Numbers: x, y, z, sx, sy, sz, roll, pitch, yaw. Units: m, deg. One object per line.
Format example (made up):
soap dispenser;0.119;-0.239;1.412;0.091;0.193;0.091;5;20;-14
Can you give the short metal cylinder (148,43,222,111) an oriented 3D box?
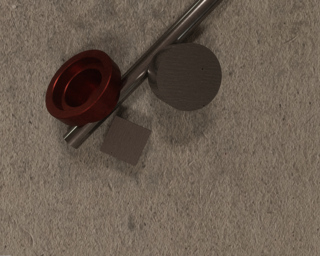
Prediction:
short metal cylinder;0.029;-0.065;0.386;0.081;0.050;0.079;-4;104;-14

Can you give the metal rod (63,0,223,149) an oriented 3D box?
metal rod;-0.013;-0.088;0.409;0.025;0.025;0.300;44;89;-1

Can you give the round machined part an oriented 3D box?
round machined part;-0.089;-0.045;0.384;0.098;0.042;0.098;-13;58;23

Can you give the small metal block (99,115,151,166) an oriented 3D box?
small metal block;-0.044;0.016;0.409;0.050;0.025;0.050;24;90;-1
